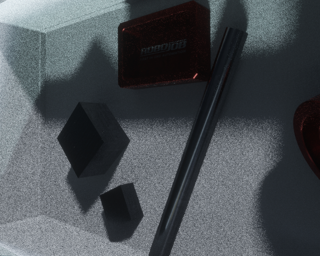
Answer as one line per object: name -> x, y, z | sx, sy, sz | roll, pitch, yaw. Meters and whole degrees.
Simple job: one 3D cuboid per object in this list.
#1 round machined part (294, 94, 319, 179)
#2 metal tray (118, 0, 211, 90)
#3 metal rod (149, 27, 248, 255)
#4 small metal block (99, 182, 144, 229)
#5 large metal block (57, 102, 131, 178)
round machined part -> 0.156, 0.013, 0.243 | 0.042, 0.098, 0.098 | -27, 68, -5
metal tray -> 0.001, -0.100, 0.400 | 0.130, 0.030, 0.089 | 0, 90, 39
metal rod -> 0.040, 0.032, 0.371 | 0.025, 0.025, 0.298 | 28, 107, 36
small metal block -> -0.057, 0.113, 0.451 | 0.050, 0.025, 0.050 | -31, 71, 35
large metal block -> -0.103, 0.018, 0.473 | 0.080, 0.050, 0.080 | -51, 61, 27
